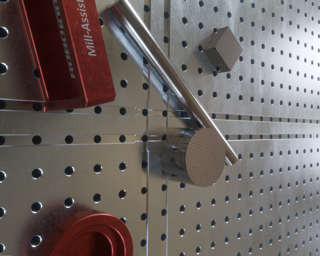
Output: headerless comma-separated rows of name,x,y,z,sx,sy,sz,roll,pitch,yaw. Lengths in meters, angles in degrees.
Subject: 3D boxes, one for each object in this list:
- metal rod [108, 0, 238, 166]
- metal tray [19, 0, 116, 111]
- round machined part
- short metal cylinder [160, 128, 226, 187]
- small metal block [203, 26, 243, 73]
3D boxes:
metal rod,0.032,-0.049,0.438,0.300,0.025,0.025,50,60,-29
metal tray,-0.091,-0.083,0.291,0.030,0.090,0.129,-20,103,-39
round machined part,-0.081,0.137,0.332,0.099,0.042,0.097,0,90,-40
short metal cylinder,0.047,0.039,0.435,0.081,0.050,0.079,0,90,-40
small metal block,0.102,-0.125,0.497,0.050,0.025,0.050,47,62,-30
